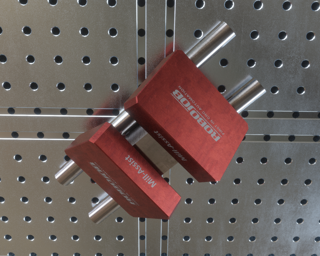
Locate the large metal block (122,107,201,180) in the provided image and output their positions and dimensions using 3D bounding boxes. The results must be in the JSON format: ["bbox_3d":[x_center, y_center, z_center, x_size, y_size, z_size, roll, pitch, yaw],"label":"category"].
[{"bbox_3d":[0.001,0.011,0.388,0.080,0.080,0.050,-40,106,13],"label":"large metal block"}]

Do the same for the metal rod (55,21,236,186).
[{"bbox_3d":[-0.028,-0.024,0.404,0.300,0.025,0.025,-41,106,13],"label":"metal rod"}]

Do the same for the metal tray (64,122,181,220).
[{"bbox_3d":[-0.046,0.057,0.376,0.130,0.030,0.090,48,146,-16],"label":"metal tray"}]

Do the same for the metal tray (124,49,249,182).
[{"bbox_3d":[0.035,-0.012,0.351,0.130,0.030,0.090,45,60,-15],"label":"metal tray"}]

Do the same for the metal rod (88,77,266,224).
[{"bbox_3d":[0.015,0.038,0.428,0.300,0.025,0.025,-40,106,13],"label":"metal rod"}]
